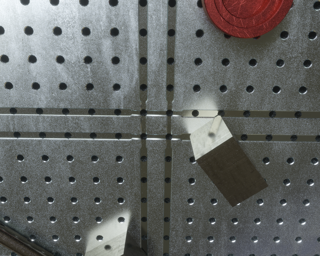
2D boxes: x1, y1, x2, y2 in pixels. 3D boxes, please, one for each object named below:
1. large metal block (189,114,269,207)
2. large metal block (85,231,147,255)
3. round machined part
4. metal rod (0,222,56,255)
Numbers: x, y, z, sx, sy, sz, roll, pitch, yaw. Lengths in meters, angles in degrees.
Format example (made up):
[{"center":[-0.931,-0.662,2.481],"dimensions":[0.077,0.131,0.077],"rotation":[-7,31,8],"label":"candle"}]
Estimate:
[{"center":[0.085,0.039,0.399],"dimensions":[0.050,0.080,0.080],"rotation":[-35,107,12],"label":"large metal block"},{"center":[-0.065,0.222,0.481],"dimensions":[0.080,0.050,0.080],"rotation":[-31,108,10],"label":"large metal block"},{"center":[0.095,-0.153,0.349],"dimensions":[0.099,0.042,0.097],"rotation":[0,110,0],"label":"round machined part"},{"center":[-0.158,0.226,0.495],"dimensions":[0.301,0.025,0.025],"rotation":[38,106,-13],"label":"metal rod"}]
